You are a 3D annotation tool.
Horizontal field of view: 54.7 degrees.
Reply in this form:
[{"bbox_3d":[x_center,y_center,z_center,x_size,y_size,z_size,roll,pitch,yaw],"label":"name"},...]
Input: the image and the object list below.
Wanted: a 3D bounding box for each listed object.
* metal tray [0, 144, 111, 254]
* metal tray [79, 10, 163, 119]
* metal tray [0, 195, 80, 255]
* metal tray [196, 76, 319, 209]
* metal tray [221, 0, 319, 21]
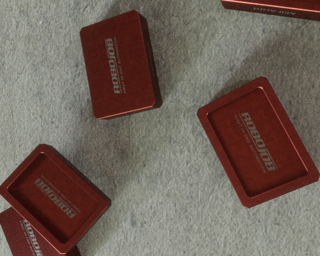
[{"bbox_3d":[-0.146,0.096,0.433,0.130,0.030,0.090,40,84,8],"label":"metal tray"},{"bbox_3d":[-0.054,-0.083,0.424,0.090,0.030,0.129,-12,86,19],"label":"metal tray"},{"bbox_3d":[-0.181,0.170,0.468,0.090,0.030,0.130,-30,81,17],"label":"metal tray"},{"bbox_3d":[0.113,0.017,0.366,0.090,0.030,0.130,-28,81,17],"label":"metal tray"},{"bbox_3d":[0.143,-0.179,0.355,0.130,0.030,0.089,15,95,19],"label":"metal tray"}]
